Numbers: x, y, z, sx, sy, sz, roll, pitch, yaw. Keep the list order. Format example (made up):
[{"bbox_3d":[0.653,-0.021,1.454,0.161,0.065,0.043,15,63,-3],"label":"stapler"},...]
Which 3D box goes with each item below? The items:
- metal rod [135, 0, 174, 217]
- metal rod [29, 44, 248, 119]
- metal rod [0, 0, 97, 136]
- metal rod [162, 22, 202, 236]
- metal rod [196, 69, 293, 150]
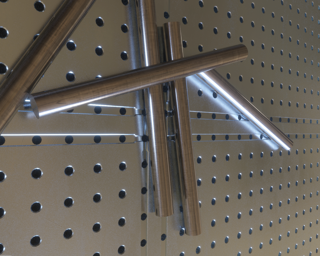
[{"bbox_3d":[-0.007,-0.033,0.404,0.025,0.025,0.298,-9,96,-40],"label":"metal rod"},{"bbox_3d":[0.000,-0.066,0.377,0.302,0.025,0.025,-21,104,-32],"label":"metal rod"},{"bbox_3d":[-0.111,-0.089,0.317,0.025,0.025,0.300,41,65,-33],"label":"metal rod"},{"bbox_3d":[0.032,0.005,0.438,0.025,0.025,0.298,-11,97,-40],"label":"metal rod"},{"bbox_3d":[0.155,-0.031,0.542,0.301,0.025,0.025,32,70,-36],"label":"metal rod"}]
